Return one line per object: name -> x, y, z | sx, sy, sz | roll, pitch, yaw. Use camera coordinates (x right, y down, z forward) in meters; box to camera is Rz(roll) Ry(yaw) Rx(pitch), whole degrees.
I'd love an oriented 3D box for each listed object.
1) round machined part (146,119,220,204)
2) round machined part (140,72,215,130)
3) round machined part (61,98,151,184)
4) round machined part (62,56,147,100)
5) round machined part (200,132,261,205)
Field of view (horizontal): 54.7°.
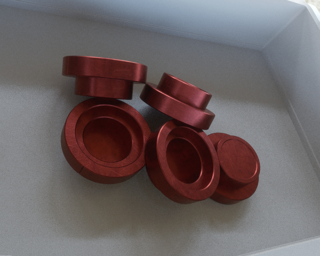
round machined part -> 0.022, 0.041, 0.366 | 0.099, 0.042, 0.098 | 21, 55, -34
round machined part -> 0.027, -0.038, 0.397 | 0.098, 0.042, 0.098 | 25, 11, -5
round machined part -> -0.061, 0.017, 0.349 | 0.099, 0.042, 0.098 | 14, 56, -21
round machined part -> -0.066, -0.057, 0.370 | 0.099, 0.098, 0.042 | 2, 96, -27
round machined part -> 0.094, 0.049, 0.415 | 0.099, 0.042, 0.098 | 14, 56, -21
